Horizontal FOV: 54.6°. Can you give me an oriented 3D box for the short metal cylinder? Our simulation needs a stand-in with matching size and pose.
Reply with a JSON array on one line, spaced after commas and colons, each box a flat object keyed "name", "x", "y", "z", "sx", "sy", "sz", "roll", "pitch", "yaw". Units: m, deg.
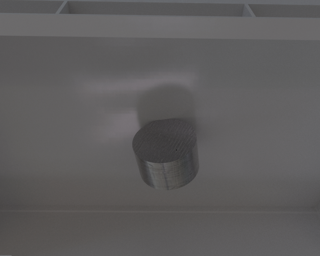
[{"name": "short metal cylinder", "x": 0.009, "y": 0.033, "z": 0.401, "sx": 0.080, "sy": 0.080, "sz": 0.050, "roll": -6, "pitch": 130, "yaw": 5}]
